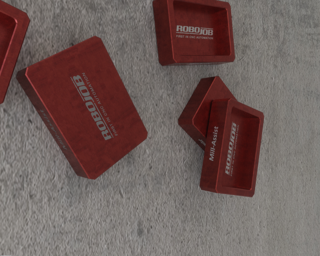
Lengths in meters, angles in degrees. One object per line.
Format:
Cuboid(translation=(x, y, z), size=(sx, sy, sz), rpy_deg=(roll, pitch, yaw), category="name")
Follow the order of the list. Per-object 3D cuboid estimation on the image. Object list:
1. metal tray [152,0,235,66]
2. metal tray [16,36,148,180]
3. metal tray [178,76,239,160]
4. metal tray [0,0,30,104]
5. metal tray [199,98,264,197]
Cuboid(translation=(0.053, -0.137, 0.444), size=(0.131, 0.030, 0.089), rpy_deg=(-11, 97, -39), category="metal tray")
Cuboid(translation=(-0.077, -0.021, 0.336), size=(0.091, 0.030, 0.129), rpy_deg=(-39, 114, -33), category="metal tray")
Cuboid(translation=(0.093, -0.005, 0.479), size=(0.130, 0.030, 0.090), rpy_deg=(45, 63, -31), category="metal tray")
Cuboid(translation=(-0.184, -0.078, 0.246), size=(0.131, 0.030, 0.090), rpy_deg=(21, 77, -38), category="metal tray")
Cuboid(translation=(0.107, 0.031, 0.450), size=(0.091, 0.030, 0.129), rpy_deg=(16, 80, -39), category="metal tray")
